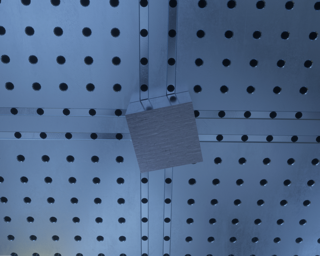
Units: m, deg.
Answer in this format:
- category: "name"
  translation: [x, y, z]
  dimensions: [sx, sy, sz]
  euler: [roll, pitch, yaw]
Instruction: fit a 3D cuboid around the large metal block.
- category: "large metal block"
  translation: [0.006, 0.004, 0.401]
  dimensions: [0.080, 0.050, 0.080]
  euler: [-11, 110, 4]
